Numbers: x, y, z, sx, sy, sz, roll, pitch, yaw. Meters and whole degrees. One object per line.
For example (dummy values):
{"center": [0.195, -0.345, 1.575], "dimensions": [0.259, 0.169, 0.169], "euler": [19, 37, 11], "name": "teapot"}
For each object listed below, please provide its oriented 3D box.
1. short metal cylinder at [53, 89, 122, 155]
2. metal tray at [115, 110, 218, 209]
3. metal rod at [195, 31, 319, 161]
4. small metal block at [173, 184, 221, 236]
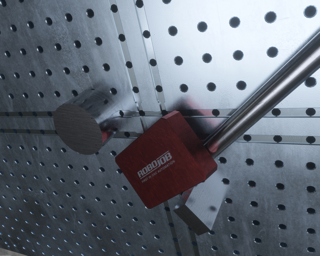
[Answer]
{"center": [-0.102, -0.009, 0.442], "dimensions": [0.080, 0.050, 0.079], "euler": [13, 124, 20], "name": "short metal cylinder"}
{"center": [0.002, 0.047, 0.414], "dimensions": [0.090, 0.030, 0.129], "euler": [55, 134, 5], "name": "metal tray"}
{"center": [0.113, -0.030, 0.332], "dimensions": [0.025, 0.025, 0.298], "euler": [40, 129, 0], "name": "metal rod"}
{"center": [0.053, 0.113, 0.436], "dimensions": [0.050, 0.050, 0.025], "euler": [46, 129, -4], "name": "small metal block"}
